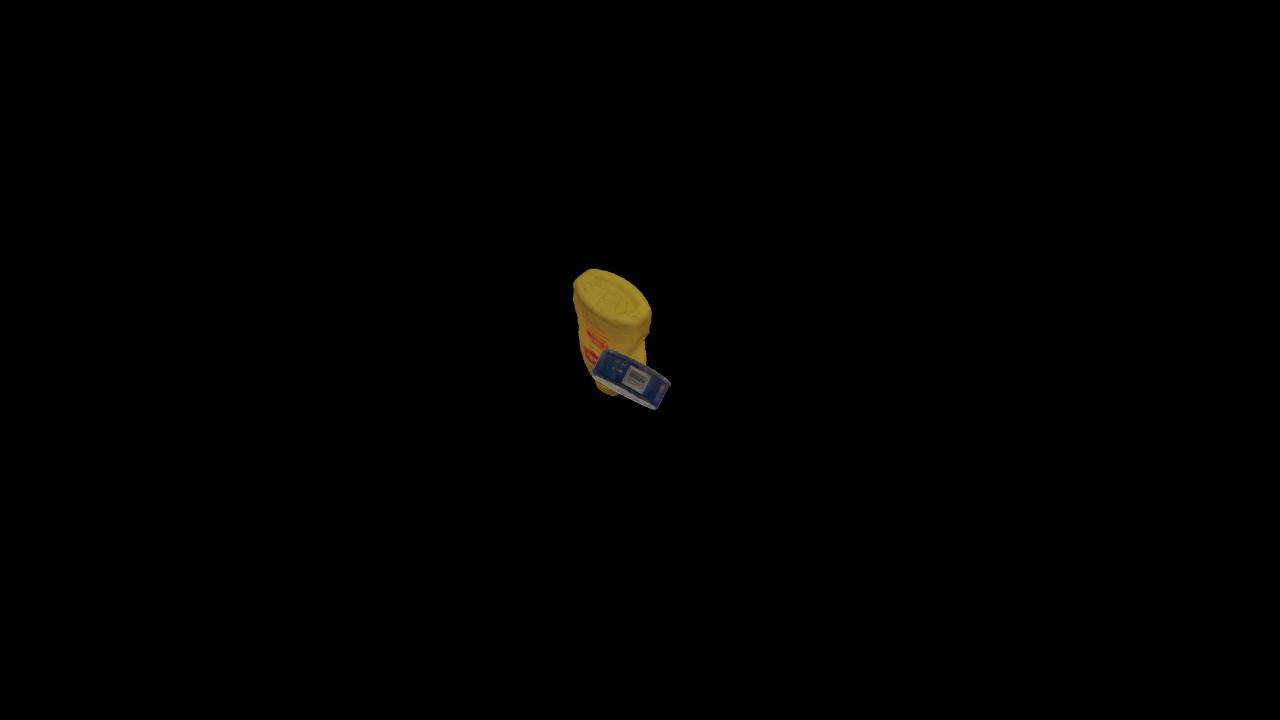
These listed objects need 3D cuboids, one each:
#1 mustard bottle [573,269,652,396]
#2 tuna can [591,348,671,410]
[{"bbox_3d":[-0.030,-0.014,0.692,0.092,0.054,0.184,31,-30,18],"label":"mustard bottle"},{"bbox_3d":[-0.011,0.021,0.665,0.084,0.034,0.084,27,-8,4],"label":"tuna can"}]
